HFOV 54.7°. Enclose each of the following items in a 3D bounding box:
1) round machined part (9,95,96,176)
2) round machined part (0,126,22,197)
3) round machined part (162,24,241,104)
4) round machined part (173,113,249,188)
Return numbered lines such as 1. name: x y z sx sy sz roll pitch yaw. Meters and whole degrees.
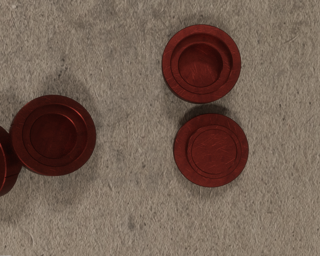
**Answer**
1. round machined part: -0.134 0.011 0.385 0.099 0.042 0.097 6 79 -33
2. round machined part: -0.214 0.039 0.388 0.098 0.042 0.097 2 96 20
3. round machined part: 0.051 -0.079 0.402 0.099 0.042 0.097 0 90 -1
4. round machined part: 0.067 0.029 0.402 0.099 0.042 0.097 0 90 -1
